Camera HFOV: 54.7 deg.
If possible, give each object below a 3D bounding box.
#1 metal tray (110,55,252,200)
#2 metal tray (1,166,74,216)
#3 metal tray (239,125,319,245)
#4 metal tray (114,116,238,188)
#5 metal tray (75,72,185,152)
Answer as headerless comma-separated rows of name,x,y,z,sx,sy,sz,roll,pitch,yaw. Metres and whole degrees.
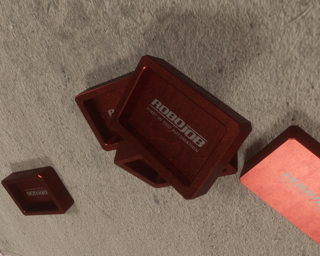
metal tray,0.014,-0.004,0.315,0.130,0.030,0.089,42,113,28
metal tray,-0.240,0.125,0.604,0.130,0.030,0.090,-12,112,33
metal tray,0.171,0.069,0.356,0.130,0.030,0.089,39,129,1
metal tray,0.019,0.037,0.389,0.130,0.030,0.090,-18,139,35
metal tray,-0.040,-0.023,0.408,0.130,0.030,0.090,-14,112,33
